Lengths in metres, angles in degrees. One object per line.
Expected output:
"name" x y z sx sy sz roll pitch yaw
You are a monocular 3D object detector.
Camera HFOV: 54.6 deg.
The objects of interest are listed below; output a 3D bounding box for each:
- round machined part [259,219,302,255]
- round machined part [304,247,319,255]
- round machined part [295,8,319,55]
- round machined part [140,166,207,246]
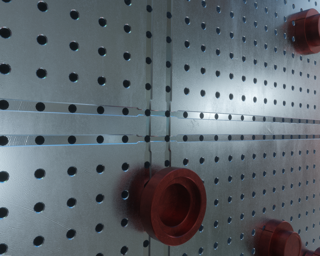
"round machined part" 0.236 0.228 0.594 0.099 0.042 0.097 0 90 -40
"round machined part" 0.350 0.313 0.689 0.099 0.042 0.097 -3 94 -40
"round machined part" 0.342 -0.214 0.681 0.099 0.042 0.097 0 90 -40
"round machined part" 0.013 0.099 0.408 0.099 0.042 0.097 0 90 -40
